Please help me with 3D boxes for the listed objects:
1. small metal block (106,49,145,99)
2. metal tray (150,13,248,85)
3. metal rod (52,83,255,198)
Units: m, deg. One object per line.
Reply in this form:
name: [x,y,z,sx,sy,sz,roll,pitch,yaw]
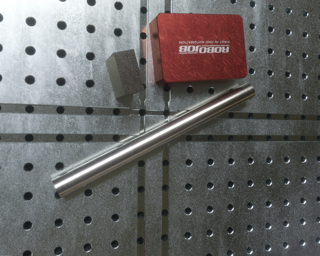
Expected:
small metal block: [-0.044,-0.066,0.384,0.025,0.050,0.050,-16,96,-20]
metal tray: [0.056,-0.110,0.432,0.131,0.030,0.089,-7,92,-20]
metal rod: [0.005,0.008,0.415,0.302,0.025,0.025,-26,99,-18]
